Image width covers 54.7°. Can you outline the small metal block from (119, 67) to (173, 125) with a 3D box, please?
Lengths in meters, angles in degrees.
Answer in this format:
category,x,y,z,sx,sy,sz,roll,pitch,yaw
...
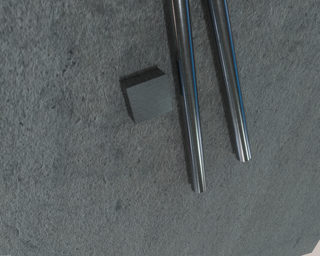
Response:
category,x,y,z,sx,sy,sz,roll,pitch,yaw
small metal block,-0.016,-0.039,0.374,0.050,0.025,0.050,-23,127,-15

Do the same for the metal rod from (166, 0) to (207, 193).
category,x,y,z,sx,sy,sz,roll,pitch,yaw
metal rod,0.040,-0.024,0.413,0.025,0.025,0.298,-22,127,-15

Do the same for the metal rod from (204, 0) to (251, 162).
category,x,y,z,sx,sy,sz,roll,pitch,yaw
metal rod,0.095,-0.063,0.419,0.025,0.025,0.299,-29,129,-10
